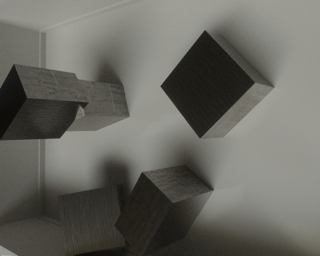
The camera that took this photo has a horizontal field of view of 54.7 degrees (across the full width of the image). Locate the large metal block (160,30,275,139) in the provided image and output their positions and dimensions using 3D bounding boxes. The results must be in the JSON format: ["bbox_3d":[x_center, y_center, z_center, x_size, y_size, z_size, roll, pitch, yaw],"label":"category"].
[{"bbox_3d":[0.060,-0.045,0.340,0.080,0.050,0.080,-49,61,28],"label":"large metal block"}]

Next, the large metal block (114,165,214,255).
[{"bbox_3d":[0.006,0.094,0.365,0.050,0.081,0.079,40,114,32],"label":"large metal block"}]

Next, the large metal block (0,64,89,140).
[{"bbox_3d":[-0.151,-0.029,0.389,0.080,0.081,0.050,-43,64,31],"label":"large metal block"}]

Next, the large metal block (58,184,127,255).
[{"bbox_3d":[-0.091,0.127,0.438,0.080,0.050,0.080,-10,82,0],"label":"large metal block"}]

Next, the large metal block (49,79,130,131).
[{"bbox_3d":[-0.106,-0.030,0.456,0.080,0.081,0.050,-20,78,38],"label":"large metal block"}]
